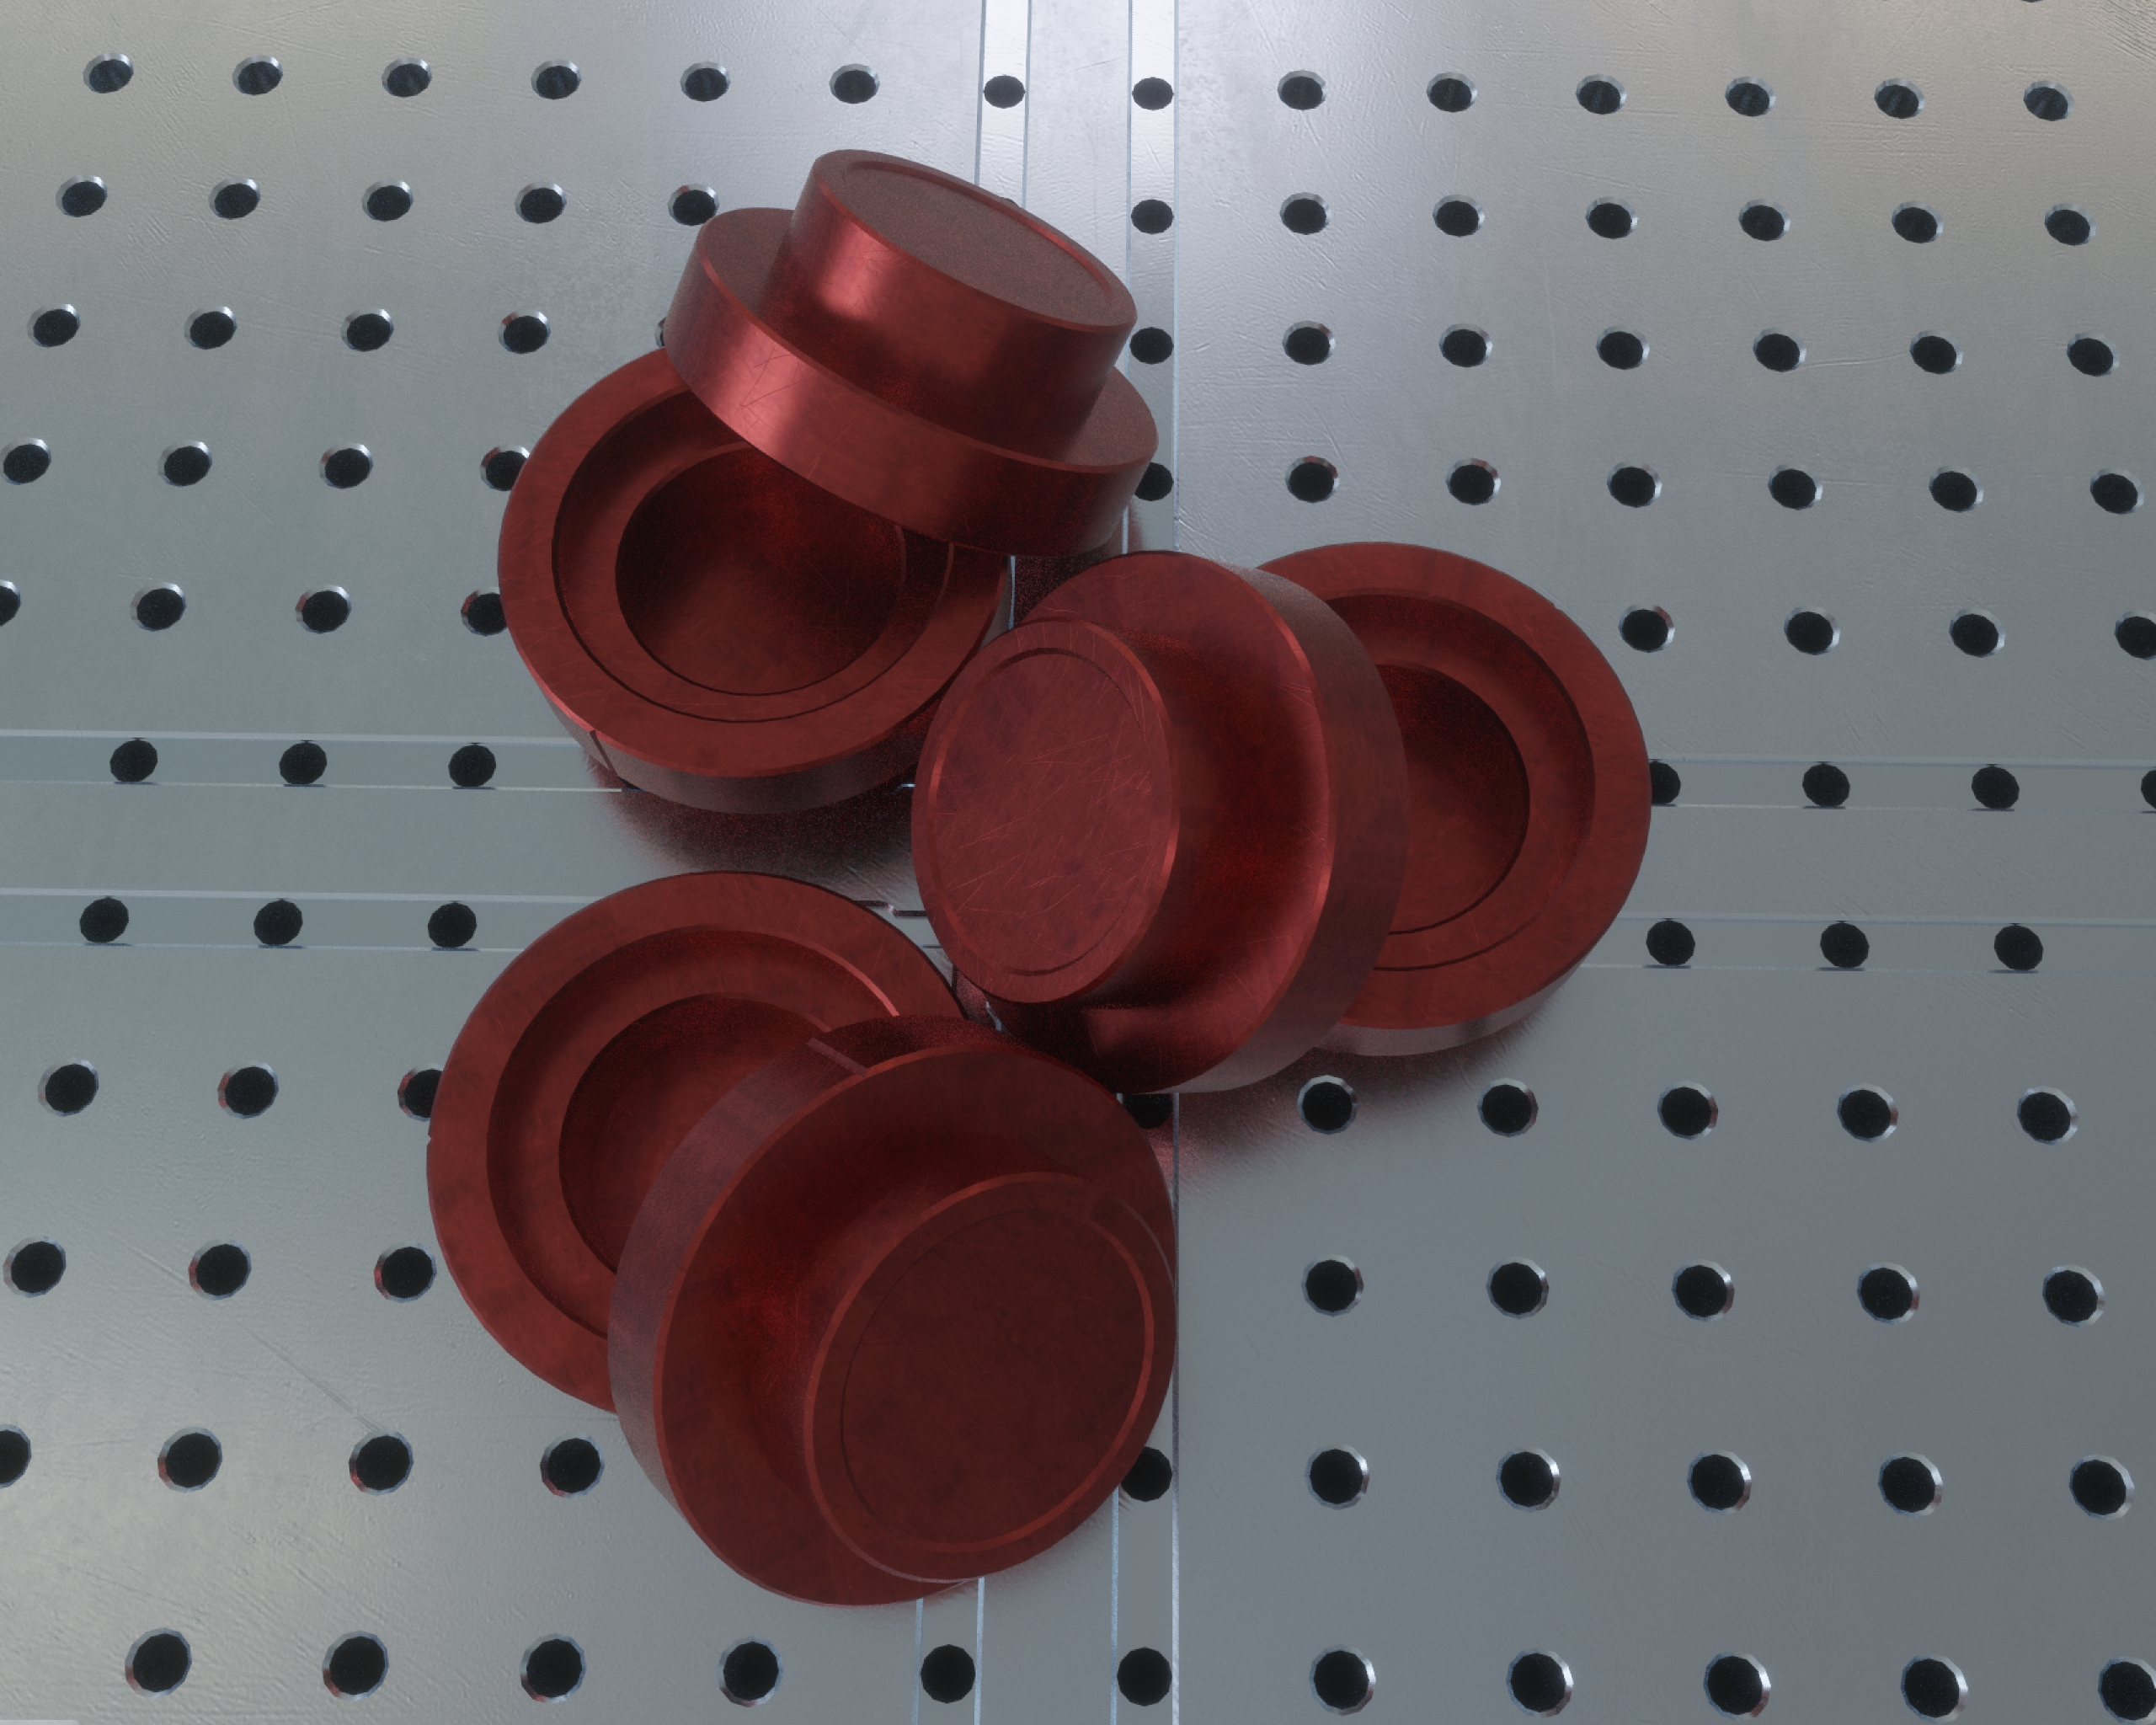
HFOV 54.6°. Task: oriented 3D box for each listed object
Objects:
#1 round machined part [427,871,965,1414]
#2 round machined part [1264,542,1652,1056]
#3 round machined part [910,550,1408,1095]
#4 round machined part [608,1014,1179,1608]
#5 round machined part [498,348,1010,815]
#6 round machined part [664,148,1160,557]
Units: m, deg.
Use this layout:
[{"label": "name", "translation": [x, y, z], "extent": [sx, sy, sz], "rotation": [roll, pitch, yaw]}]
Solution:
[{"label": "round machined part", "translation": [-0.064, 0.054, 0.382], "extent": [0.099, 0.042, 0.098], "rotation": [0, 70, 0]}, {"label": "round machined part", "translation": [0.057, -0.010, 0.406], "extent": [0.099, 0.042, 0.098], "rotation": [0, 70, 0]}, {"label": "round machined part", "translation": [0.007, -0.008, 0.373], "extent": [0.042, 0.098, 0.098], "rotation": [5, 63, -44]}, {"label": "round machined part", "translation": [-0.023, 0.077, 0.344], "extent": [0.099, 0.042, 0.097], "rotation": [-9, 106, -32]}, {"label": "round machined part", "translation": [-0.062, -0.055, 0.421], "extent": [0.099, 0.042, 0.098], "rotation": [0, 70, 0]}, {"label": "round machined part", "translation": [-0.027, -0.105, 0.412], "extent": [0.098, 0.042, 0.098], "rotation": [22, 30, -13]}]
